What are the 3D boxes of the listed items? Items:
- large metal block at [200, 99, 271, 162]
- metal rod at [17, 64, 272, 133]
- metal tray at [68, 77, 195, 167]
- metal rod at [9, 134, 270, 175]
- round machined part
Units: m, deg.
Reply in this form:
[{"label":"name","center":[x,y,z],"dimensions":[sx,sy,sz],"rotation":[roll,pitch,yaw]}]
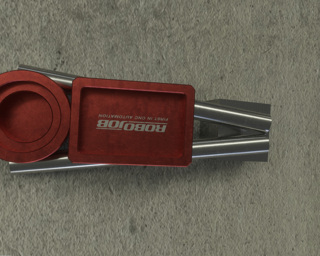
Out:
[{"label":"large metal block","center":[0.104,0.004,0.435],"dimensions":[0.081,0.050,0.080],"rotation":[4,89,-20]},{"label":"metal rod","center":[-0.012,-0.033,0.372],"dimensions":[0.302,0.025,0.025],"rotation":[11,86,-7]},{"label":"metal tray","center":[-0.030,-0.005,0.342],"dimensions":[0.131,0.030,0.089],"rotation":[3,89,-8]},{"label":"metal rod","center":[-0.017,0.030,0.371],"dimensions":[0.302,0.025,0.025],"rotation":[-4,92,-8]},{"label":"round machined part","center":[-0.146,-0.012,0.342],"dimensions":[0.099,0.042,0.097],"rotation":[0,90,-10]}]
